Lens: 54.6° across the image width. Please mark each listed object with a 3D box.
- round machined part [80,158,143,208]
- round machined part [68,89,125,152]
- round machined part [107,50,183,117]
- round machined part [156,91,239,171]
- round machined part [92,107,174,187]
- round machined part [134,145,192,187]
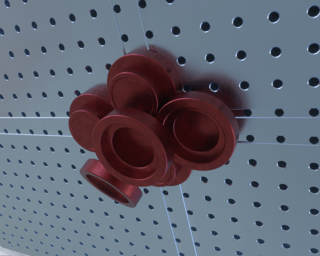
[{"bbox_3d":[-0.067,0.075,0.466,0.098,0.042,0.098,26,154,14],"label":"round machined part"},{"bbox_3d":[-0.091,-0.004,0.447,0.098,0.042,0.097,13,124,21],"label":"round machined part"},{"bbox_3d":[-0.025,-0.044,0.387,0.098,0.042,0.097,13,124,21],"label":"round machined part"},{"bbox_3d":[0.047,0.000,0.375,0.098,0.042,0.097,13,124,21],"label":"round machined part"},{"bbox_3d":[-0.028,0.019,0.372,0.098,0.042,0.097,13,124,21],"label":"round machined part"},{"bbox_3d":[-0.003,0.042,0.428,0.098,0.042,0.097,13,124,21],"label":"round machined part"}]
